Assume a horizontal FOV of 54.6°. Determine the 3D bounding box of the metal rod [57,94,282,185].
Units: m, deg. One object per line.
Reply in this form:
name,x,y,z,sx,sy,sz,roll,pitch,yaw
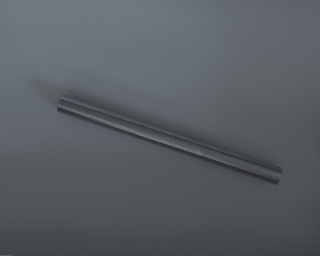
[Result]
metal rod,0.013,0.016,0.410,0.301,0.025,0.025,19,90,0
